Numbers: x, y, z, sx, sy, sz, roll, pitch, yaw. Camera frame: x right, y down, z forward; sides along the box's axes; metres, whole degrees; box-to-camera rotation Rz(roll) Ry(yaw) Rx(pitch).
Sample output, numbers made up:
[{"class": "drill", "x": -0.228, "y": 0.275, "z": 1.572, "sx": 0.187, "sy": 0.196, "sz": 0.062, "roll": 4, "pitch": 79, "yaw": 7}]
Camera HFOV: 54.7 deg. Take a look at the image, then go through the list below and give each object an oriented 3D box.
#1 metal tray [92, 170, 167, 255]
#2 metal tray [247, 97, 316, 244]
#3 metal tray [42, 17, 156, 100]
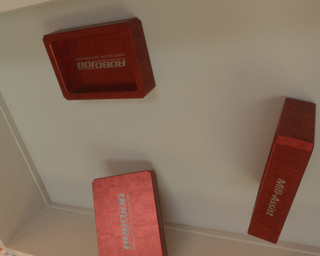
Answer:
[{"class": "metal tray", "x": -0.044, "y": 0.132, "z": 0.445, "sx": 0.090, "sy": 0.030, "sz": 0.129, "roll": -11, "pitch": 77, "yaw": 9}, {"class": "metal tray", "x": 0.127, "y": 0.044, "z": 0.326, "sx": 0.030, "sy": 0.090, "sz": 0.129, "roll": 16, "pitch": 125, "yaw": 19}, {"class": "metal tray", "x": -0.077, "y": -0.083, "z": 0.392, "sx": 0.130, "sy": 0.030, "sz": 0.089, "roll": 1, "pitch": 119, "yaw": 27}]
